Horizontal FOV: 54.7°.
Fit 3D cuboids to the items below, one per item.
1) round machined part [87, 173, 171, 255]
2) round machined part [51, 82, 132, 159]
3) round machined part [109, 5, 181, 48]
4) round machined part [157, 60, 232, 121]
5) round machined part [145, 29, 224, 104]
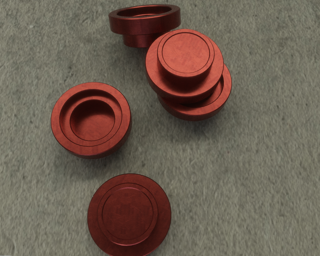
[{"bbox_3d":[-0.036,0.101,0.362,0.099,0.042,0.098,0,70,-1],"label":"round machined part"},{"bbox_3d":[-0.085,-0.007,0.401,0.099,0.042,0.098,0,70,-1],"label":"round machined part"},{"bbox_3d":[-0.020,-0.142,0.434,0.099,0.042,0.098,-4,31,2],"label":"round machined part"},{"bbox_3d":[0.044,-0.054,0.420,0.099,0.042,0.098,0,70,-1],"label":"round machined part"},{"bbox_3d":[0.031,-0.083,0.385,0.099,0.042,0.098,0,70,0],"label":"round machined part"}]
